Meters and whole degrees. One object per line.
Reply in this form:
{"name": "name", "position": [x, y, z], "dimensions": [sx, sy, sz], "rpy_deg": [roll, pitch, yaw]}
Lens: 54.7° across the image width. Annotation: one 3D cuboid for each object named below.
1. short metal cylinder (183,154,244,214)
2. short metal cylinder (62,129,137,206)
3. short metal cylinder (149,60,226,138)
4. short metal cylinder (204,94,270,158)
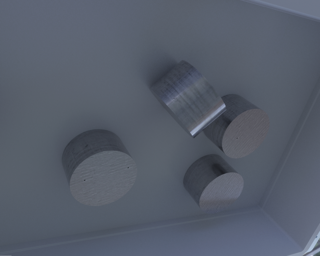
{"name": "short metal cylinder", "position": [0.085, 0.089, 0.493], "dimensions": [0.081, 0.050, 0.079], "rpy_deg": [-14, 124, -21]}
{"name": "short metal cylinder", "position": [-0.075, 0.048, 0.381], "dimensions": [0.081, 0.050, 0.079], "rpy_deg": [-14, 124, -21]}
{"name": "short metal cylinder", "position": [0.033, -0.034, 0.370], "dimensions": [0.050, 0.080, 0.080], "rpy_deg": [-41, 129, 0]}
{"name": "short metal cylinder", "position": [0.110, -0.003, 0.450], "dimensions": [0.081, 0.050, 0.079], "rpy_deg": [-14, 124, -21]}
